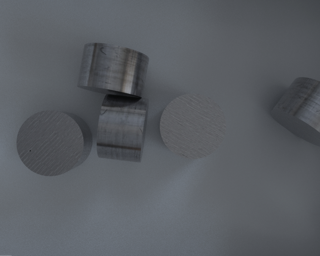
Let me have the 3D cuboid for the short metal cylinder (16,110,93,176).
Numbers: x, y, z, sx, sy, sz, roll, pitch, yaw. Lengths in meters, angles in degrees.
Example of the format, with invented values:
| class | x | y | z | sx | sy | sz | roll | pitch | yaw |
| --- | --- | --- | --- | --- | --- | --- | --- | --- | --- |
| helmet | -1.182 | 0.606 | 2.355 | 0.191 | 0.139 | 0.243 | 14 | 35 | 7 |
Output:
| class | x | y | z | sx | sy | sz | roll | pitch | yaw |
| --- | --- | --- | --- | --- | --- | --- | --- | --- | --- |
| short metal cylinder | -0.132 | 0.018 | 0.397 | 0.081 | 0.050 | 0.079 | 0 | 90 | -1 |

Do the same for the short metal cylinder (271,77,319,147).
| class | x | y | z | sx | sy | sz | roll | pitch | yaw |
| --- | --- | --- | --- | --- | --- | --- | --- | --- | --- |
| short metal cylinder | 0.189 | -0.019 | 0.386 | 0.080 | 0.080 | 0.050 | 36 | 90 | -1 |

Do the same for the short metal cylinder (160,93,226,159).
| class | x | y | z | sx | sy | sz | roll | pitch | yaw |
| --- | --- | --- | --- | --- | --- | --- | --- | --- | --- |
| short metal cylinder | 0.040 | -0.002 | 0.399 | 0.081 | 0.050 | 0.079 | 0 | 90 | -1 |

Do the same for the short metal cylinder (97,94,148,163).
| class | x | y | z | sx | sy | sz | roll | pitch | yaw |
| --- | --- | --- | --- | --- | --- | --- | --- | --- | --- |
| short metal cylinder | -0.044 | 0.000 | 0.383 | 0.050 | 0.080 | 0.080 | 7 | 90 | 0 |

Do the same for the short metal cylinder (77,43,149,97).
| class | x | y | z | sx | sy | sz | roll | pitch | yaw |
| --- | --- | --- | --- | --- | --- | --- | --- | --- | --- |
| short metal cylinder | -0.057 | -0.068 | 0.383 | 0.080 | 0.080 | 0.050 | 10 | 90 | -1 |
